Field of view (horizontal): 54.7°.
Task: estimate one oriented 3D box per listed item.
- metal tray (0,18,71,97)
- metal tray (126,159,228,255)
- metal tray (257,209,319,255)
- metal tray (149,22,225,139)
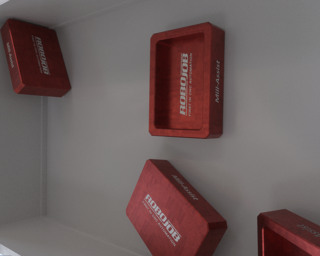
[{"bbox_3d":[-0.217,-0.120,0.543,0.030,0.091,0.130,-31,71,36],"label":"metal tray"},{"bbox_3d":[0.012,0.108,0.374,0.130,0.030,0.089,42,116,47],"label":"metal tray"},{"bbox_3d":[0.128,0.130,0.247,0.130,0.030,0.089,-165,71,-74],"label":"metal tray"},{"bbox_3d":[0.030,-0.054,0.378,0.090,0.030,0.129,2,91,40],"label":"metal tray"}]
